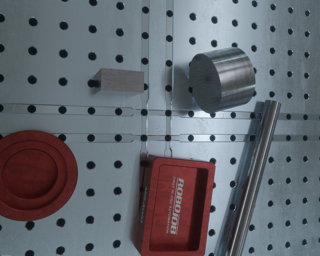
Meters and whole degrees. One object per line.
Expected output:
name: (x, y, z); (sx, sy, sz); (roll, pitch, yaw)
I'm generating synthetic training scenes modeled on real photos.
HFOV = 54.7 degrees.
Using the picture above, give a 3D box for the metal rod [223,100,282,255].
metal rod: (0.131, 0.103, 0.460); (0.025, 0.025, 0.299); (19, 84, -19)

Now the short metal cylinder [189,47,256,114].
short metal cylinder: (0.080, -0.064, 0.413); (0.050, 0.080, 0.080); (-16, 96, -19)

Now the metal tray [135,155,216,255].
metal tray: (0.021, 0.105, 0.417); (0.091, 0.030, 0.129); (8, 87, -20)

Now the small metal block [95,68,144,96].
small metal block: (-0.051, -0.055, 0.380); (0.050, 0.050, 0.025); (1, 90, -20)

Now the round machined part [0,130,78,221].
round machined part: (-0.145, 0.051, 0.350); (0.099, 0.042, 0.097); (0, 90, -20)
